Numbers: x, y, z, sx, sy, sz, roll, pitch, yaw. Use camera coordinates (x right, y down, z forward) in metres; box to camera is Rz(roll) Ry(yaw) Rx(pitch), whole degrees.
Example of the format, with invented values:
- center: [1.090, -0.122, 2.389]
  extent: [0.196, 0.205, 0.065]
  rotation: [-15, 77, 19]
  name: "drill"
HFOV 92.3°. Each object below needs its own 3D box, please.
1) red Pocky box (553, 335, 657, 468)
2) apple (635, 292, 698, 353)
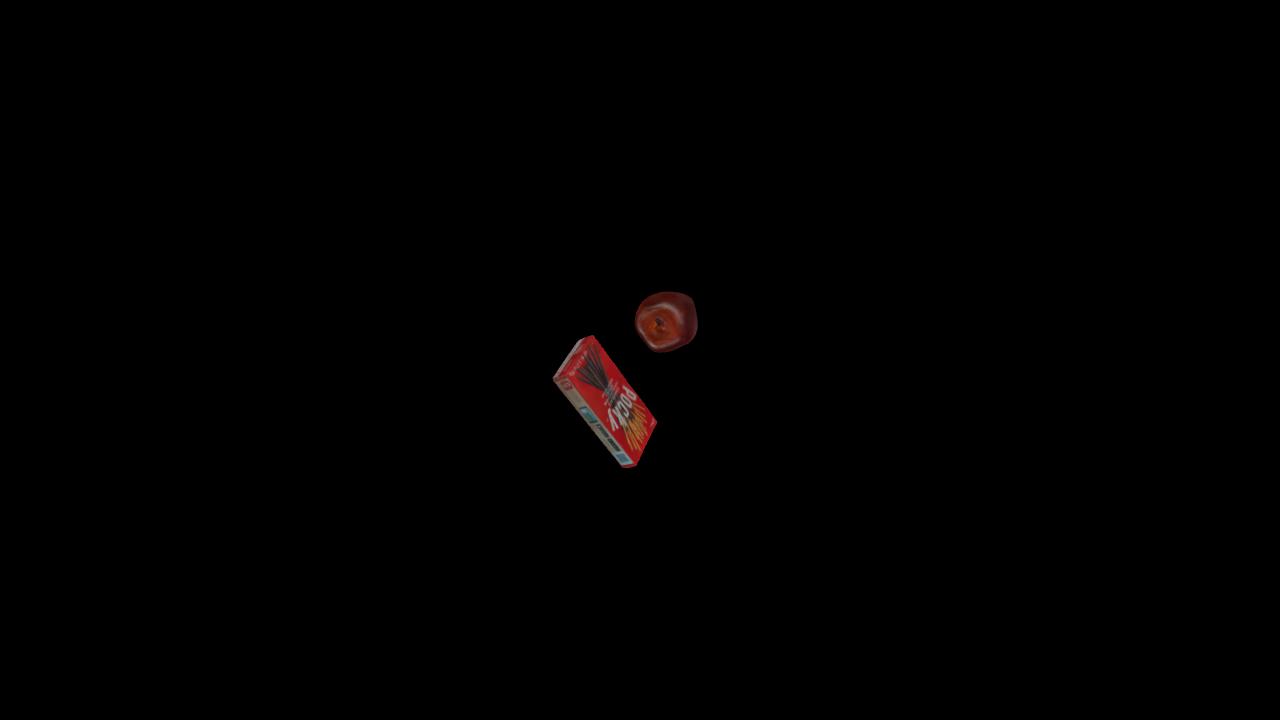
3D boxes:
- center: [-0.039, 0.052, 0.762]
  extent: [0.028, 0.155, 0.083]
  rotation: [-19, 28, 34]
  name: "red Pocky box"
- center: [0.035, -0.049, 0.765]
  extent: [0.079, 0.079, 0.093]
  rotation: [0, 9, 17]
  name: "apple"
